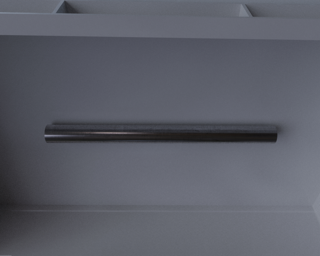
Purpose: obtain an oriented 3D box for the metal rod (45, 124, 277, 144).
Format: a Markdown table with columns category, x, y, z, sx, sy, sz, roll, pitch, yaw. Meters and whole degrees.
| category | x | y | z | sx | sy | sz | roll | pitch | yaw |
| --- | --- | --- | --- | --- | --- | --- | --- | --- | --- |
| metal rod | 0.002 | 0.008 | 0.414 | 0.302 | 0.025 | 0.025 | 0 | 130 | -1 |
